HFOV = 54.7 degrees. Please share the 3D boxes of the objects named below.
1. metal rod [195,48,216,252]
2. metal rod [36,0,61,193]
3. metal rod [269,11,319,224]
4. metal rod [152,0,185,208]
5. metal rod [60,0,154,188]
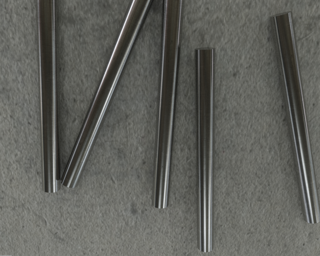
[{"bbox_3d":[0.062,0.043,0.426,0.025,0.025,0.298,-3,110,1],"label":"metal rod"},{"bbox_3d":[-0.139,-0.054,0.387,0.025,0.025,0.298,5,110,-3],"label":"metal rod"},{"bbox_3d":[0.184,0.000,0.412,0.025,0.025,0.298,-16,110,5],"label":"metal rod"},{"bbox_3d":[0.009,-0.030,0.398,0.025,0.025,0.298,3,110,-2],"label":"metal rod"},{"bbox_3d":[-0.066,-0.051,0.389,0.025,0.025,0.298,23,108,-9],"label":"metal rod"}]
